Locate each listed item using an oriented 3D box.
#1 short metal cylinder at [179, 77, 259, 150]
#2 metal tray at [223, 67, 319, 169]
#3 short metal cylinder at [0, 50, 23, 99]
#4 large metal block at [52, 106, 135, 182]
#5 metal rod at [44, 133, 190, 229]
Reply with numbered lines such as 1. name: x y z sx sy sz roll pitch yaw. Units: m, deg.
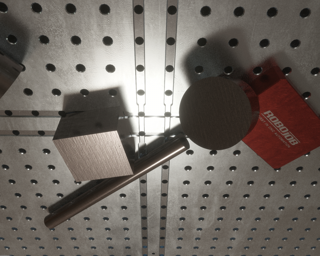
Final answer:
1. short metal cylinder: 0.069 -0.019 0.355 0.080 0.050 0.079 5 101 26
2. metal tray: 0.152 -0.007 0.405 0.090 0.030 0.130 -37 122 27
3. short metal cylinder: -0.194 -0.051 0.329 0.080 0.080 0.050 -34 123 25
4. large metal block: -0.083 0.022 0.413 0.080 0.050 0.080 -9 130 7
5. metal rod: -0.081 0.093 0.489 0.299 0.025 0.025 -33 123 24
